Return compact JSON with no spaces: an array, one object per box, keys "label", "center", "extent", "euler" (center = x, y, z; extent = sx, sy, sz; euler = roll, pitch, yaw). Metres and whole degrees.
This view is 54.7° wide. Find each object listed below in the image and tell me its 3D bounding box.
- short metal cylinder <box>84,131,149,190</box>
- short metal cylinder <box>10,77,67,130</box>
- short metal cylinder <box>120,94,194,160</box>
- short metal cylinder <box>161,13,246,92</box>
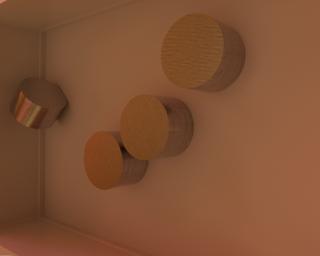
[{"label":"short metal cylinder","center":[-0.063,0.044,0.440],"extent":[0.080,0.050,0.079],"euler":[0,90,39]},{"label":"short metal cylinder","center":[-0.213,-0.043,0.543],"extent":[0.050,0.081,0.080],"euler":[-50,61,28]},{"label":"short metal cylinder","center":[-0.005,-0.001,0.393],"extent":[0.080,0.050,0.079],"euler":[0,90,39]},{"label":"short metal cylinder","center":[0.048,-0.082,0.350],"extent":[0.080,0.050,0.079],"euler":[0,90,39]}]
